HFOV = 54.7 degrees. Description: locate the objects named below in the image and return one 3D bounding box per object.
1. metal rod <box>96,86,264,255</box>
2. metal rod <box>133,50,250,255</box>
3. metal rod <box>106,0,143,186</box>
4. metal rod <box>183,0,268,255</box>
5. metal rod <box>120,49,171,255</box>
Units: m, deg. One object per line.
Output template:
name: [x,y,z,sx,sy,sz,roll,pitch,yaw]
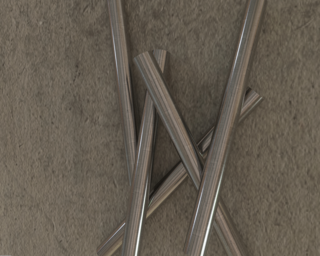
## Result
metal rod: [0.017,0.067,0.402,0.025,0.025,0.299,45,103,14]
metal rod: [0.044,0.050,0.367,0.025,0.025,0.299,-25,92,18]
metal rod: [-0.049,-0.072,0.425,0.025,0.025,0.298,-8,87,19]
metal rod: [0.076,-0.007,0.351,0.025,0.025,0.299,13,83,19]
metal rod: [-0.020,0.048,0.395,0.025,0.025,0.298,7,85,19]
